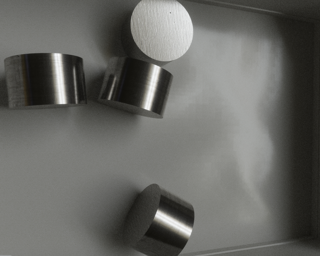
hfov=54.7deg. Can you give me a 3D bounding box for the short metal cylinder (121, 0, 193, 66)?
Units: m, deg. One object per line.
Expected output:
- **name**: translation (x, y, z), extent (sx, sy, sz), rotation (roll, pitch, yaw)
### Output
- **short metal cylinder**: translation (-0.005, -0.120, 0.396), extent (0.081, 0.050, 0.079), rotation (0, 90, -21)

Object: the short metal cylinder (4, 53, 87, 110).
- **short metal cylinder**: translation (-0.122, -0.048, 0.336), extent (0.081, 0.080, 0.050), rotation (-5, 92, -20)

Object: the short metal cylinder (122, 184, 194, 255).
- **short metal cylinder**: translation (-0.003, 0.116, 0.382), extent (0.050, 0.080, 0.080), rotation (32, 79, -18)

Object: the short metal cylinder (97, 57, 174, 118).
- **short metal cylinder**: translation (-0.029, -0.046, 0.371), extent (0.081, 0.080, 0.050), rotation (17, 85, -20)
